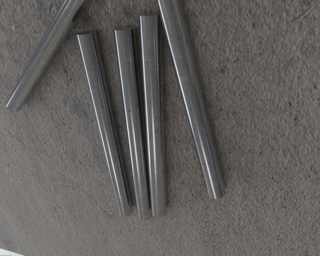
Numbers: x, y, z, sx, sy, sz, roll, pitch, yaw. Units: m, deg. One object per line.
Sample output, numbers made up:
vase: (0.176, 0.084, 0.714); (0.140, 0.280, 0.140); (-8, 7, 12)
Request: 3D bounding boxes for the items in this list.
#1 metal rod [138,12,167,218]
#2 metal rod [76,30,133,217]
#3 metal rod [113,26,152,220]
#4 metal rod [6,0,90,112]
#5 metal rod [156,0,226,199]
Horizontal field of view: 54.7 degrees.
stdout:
metal rod: (-0.006, 0.004, 0.412); (0.025, 0.025, 0.298); (12, 124, 22)
metal rod: (-0.074, 0.012, 0.453); (0.025, 0.025, 0.298); (7, 122, 24)
metal rod: (-0.033, 0.013, 0.432); (0.025, 0.025, 0.298); (10, 123, 23)
metal rod: (-0.150, -0.110, 0.417); (0.025, 0.025, 0.299); (47, 129, -5)
metal rod: (0.036, -0.043, 0.361); (0.025, 0.025, 0.298); (-3, 117, 29)
